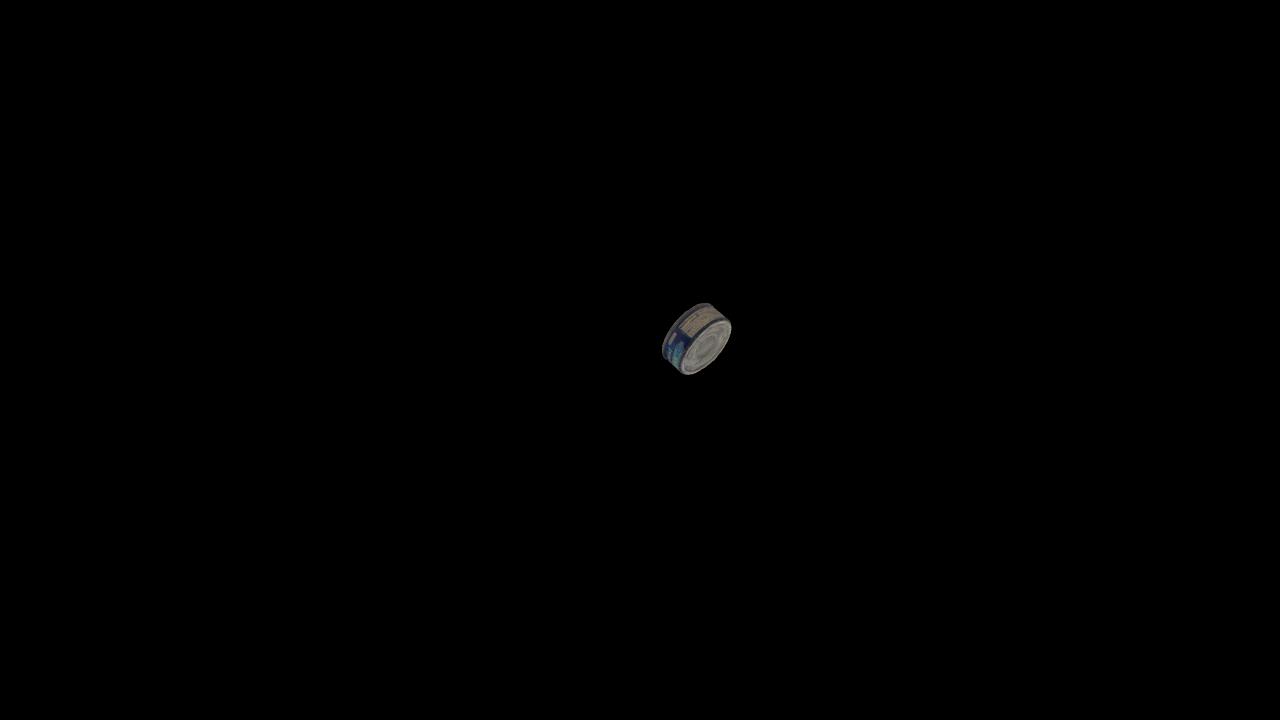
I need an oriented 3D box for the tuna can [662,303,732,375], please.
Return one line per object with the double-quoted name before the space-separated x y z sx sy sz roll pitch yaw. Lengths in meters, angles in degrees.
"tuna can" 0.067 -0.023 0.718 0.034 0.084 0.084 44 24 27
